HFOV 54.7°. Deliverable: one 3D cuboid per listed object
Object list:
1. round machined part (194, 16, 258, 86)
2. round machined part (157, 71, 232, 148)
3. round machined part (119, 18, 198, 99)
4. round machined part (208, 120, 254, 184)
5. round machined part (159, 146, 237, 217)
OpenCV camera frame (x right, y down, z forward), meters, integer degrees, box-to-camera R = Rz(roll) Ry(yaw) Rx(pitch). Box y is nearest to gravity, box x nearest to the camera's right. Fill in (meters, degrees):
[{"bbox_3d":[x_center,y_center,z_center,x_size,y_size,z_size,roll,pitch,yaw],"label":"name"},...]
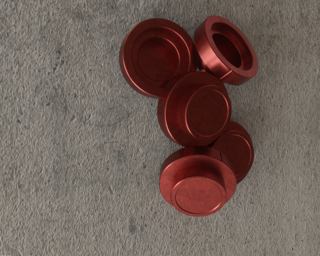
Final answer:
[{"bbox_3d":[0.083,-0.099,0.418,0.099,0.042,0.098,20,54,-29],"label":"round machined part"},{"bbox_3d":[0.050,-0.021,0.385,0.099,0.042,0.097,-6,104,-27],"label":"round machined part"},{"bbox_3d":[-0.005,-0.087,0.400,0.099,0.042,0.097,0,90,-21],"label":"round machined part"},{"bbox_3d":[0.092,0.037,0.437,0.099,0.042,0.097,0,90,-21],"label":"round machined part"},{"bbox_3d":[0.048,0.074,0.393,0.099,0.042,0.097,1,122,2],"label":"round machined part"}]
